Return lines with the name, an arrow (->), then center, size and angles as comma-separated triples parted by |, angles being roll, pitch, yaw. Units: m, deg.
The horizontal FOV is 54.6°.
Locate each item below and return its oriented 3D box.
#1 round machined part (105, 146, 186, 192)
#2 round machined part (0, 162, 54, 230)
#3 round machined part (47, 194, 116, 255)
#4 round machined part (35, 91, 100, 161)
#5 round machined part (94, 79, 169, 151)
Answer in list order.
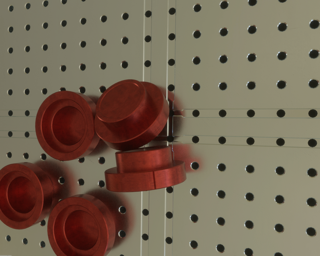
round machined part -> -0.019, 0.046, 0.380 | 0.098, 0.098, 0.042 | -6, 90, 20
round machined part -> -0.205, 0.101, 0.477 | 0.098, 0.042, 0.097 | 0, 90, 20
round machined part -> -0.107, 0.143, 0.442 | 0.098, 0.042, 0.097 | 0, 90, 20
round machined part -> -0.126, -0.003, 0.449 | 0.098, 0.042, 0.097 | 0, 91, 19
round machined part -> -0.042, -0.023, 0.393 | 0.098, 0.042, 0.098 | -14, 50, 17
